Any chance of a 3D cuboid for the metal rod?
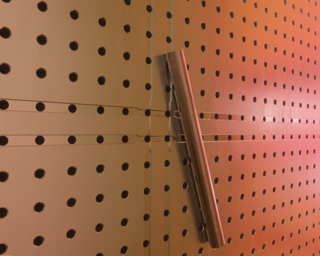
[{"bbox_3d":[0.054,0.037,0.453,0.025,0.025,0.298,-23,104,-38],"label":"metal rod"}]
